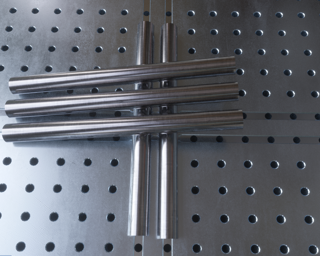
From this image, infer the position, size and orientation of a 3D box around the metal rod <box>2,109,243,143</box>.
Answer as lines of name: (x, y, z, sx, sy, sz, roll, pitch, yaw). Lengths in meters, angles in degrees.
metal rod: (-0.051, -0.002, 0.389, 0.302, 0.025, 0.025, -3, 70, 7)

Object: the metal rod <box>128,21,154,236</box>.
metal rod: (-0.023, -0.013, 0.416, 0.025, 0.025, 0.299, 1, 70, 0)

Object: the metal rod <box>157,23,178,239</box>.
metal rod: (0.011, -0.010, 0.416, 0.025, 0.025, 0.299, 1, 70, 0)

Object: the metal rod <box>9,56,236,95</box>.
metal rod: (-0.054, -0.070, 0.415, 0.302, 0.025, 0.025, -4, 70, 6)

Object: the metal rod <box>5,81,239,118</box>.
metal rod: (-0.053, -0.036, 0.402, 0.302, 0.025, 0.025, -4, 70, 7)
